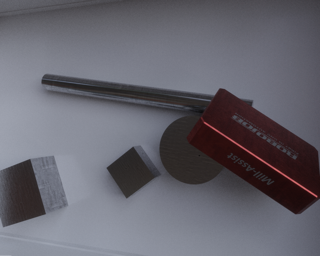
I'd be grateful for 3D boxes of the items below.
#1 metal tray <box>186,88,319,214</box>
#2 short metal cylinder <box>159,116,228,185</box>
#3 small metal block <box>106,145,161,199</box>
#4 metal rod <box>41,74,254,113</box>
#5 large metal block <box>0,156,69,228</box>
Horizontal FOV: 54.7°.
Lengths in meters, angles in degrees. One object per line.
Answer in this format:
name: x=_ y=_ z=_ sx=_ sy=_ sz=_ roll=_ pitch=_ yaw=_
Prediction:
metal tray: x=0.101 y=0.018 z=0.324 sx=0.130 sy=0.090 sz=0.030 roll=34 pitch=125 yaw=4
short metal cylinder: x=0.046 y=0.025 z=0.381 sx=0.080 sy=0.050 sz=0.079 roll=0 pitch=90 yaw=19
small metal block: x=-0.036 y=0.059 z=0.422 sx=0.050 sy=0.025 sz=0.050 roll=-39 pitch=78 yaw=15
metal rod: x=-0.030 y=-0.046 z=0.420 sx=0.301 sy=0.025 sz=0.025 roll=10 pitch=93 yaw=19
large metal block: x=-0.196 y=0.094 z=0.464 sx=0.080 sy=0.050 sz=0.080 roll=-20 pitch=83 yaw=18
